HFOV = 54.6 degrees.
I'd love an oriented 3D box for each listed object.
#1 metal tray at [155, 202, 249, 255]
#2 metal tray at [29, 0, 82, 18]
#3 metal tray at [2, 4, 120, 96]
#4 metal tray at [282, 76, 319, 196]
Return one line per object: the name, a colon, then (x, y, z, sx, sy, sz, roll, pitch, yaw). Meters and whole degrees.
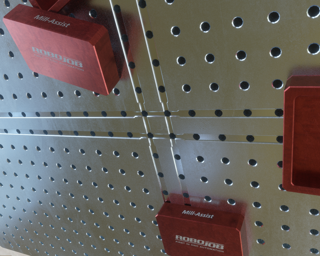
metal tray: (0.065, 0.166, 0.477, 0.130, 0.030, 0.090, 2, 119, 27)
metal tray: (-0.137, -0.202, 0.356, 0.090, 0.030, 0.130, -23, 106, 36)
metal tray: (-0.121, -0.097, 0.392, 0.130, 0.030, 0.090, 19, 149, 17)
metal tray: (0.177, 0.012, 0.321, 0.090, 0.030, 0.129, 4, 120, 26)
